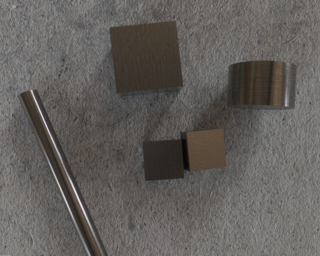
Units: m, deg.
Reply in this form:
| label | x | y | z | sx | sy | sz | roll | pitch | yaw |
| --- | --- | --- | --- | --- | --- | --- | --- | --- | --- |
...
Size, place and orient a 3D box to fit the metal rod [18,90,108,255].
| label | x | y | z | sx | sy | sz | roll | pitch | yaw |
| --- | --- | --- | --- | --- | --- | --- | --- | --- | --- |
| metal rod | -0.115 | 0.092 | 0.408 | 0.025 | 0.025 | 0.299 | -23 | 90 | 0 |

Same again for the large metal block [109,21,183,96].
| label | x | y | z | sx | sy | sz | roll | pitch | yaw |
| --- | --- | --- | --- | --- | --- | --- | --- | --- | --- |
| large metal block | -0.017 | -0.086 | 0.397 | 0.081 | 0.050 | 0.079 | -6 | 90 | -1 |

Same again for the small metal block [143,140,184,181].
| label | x | y | z | sx | sy | sz | roll | pitch | yaw |
| --- | --- | --- | --- | --- | --- | --- | --- | --- | --- |
| small metal block | 0.004 | 0.041 | 0.410 | 0.050 | 0.025 | 0.050 | -4 | 90 | 0 |

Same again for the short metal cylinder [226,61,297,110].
| label | x | y | z | sx | sy | sz | roll | pitch | yaw |
| --- | --- | --- | --- | --- | --- | --- | --- | --- | --- |
| short metal cylinder | 0.125 | -0.050 | 0.384 | 0.081 | 0.080 | 0.050 | 3 | 90 | -1 |

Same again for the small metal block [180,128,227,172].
| label | x | y | z | sx | sy | sz | roll | pitch | yaw |
| --- | --- | --- | --- | --- | --- | --- | --- | --- | --- |
| small metal block | 0.056 | 0.028 | 0.405 | 0.050 | 0.025 | 0.050 | -5 | 90 | -15 |
